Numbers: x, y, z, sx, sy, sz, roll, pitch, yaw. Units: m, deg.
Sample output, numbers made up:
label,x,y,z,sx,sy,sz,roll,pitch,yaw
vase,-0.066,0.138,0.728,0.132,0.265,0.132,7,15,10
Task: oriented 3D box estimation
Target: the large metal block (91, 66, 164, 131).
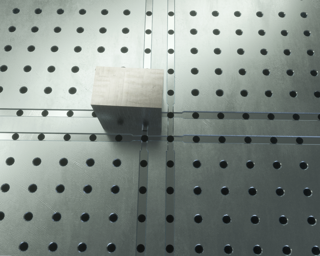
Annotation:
label,x,y,z,sx,sy,sz,roll,pitch,yaw
large metal block,-0.037,-0.034,0.395,0.080,0.080,0.050,3,70,1
